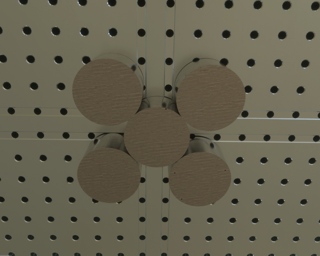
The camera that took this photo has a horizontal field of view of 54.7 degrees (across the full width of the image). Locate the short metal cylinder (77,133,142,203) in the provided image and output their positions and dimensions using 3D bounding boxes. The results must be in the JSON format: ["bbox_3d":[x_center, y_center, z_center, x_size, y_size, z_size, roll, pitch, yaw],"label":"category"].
[{"bbox_3d":[-0.065,0.053,0.418,0.081,0.050,0.079,0,110,-1],"label":"short metal cylinder"}]

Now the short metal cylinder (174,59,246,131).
[{"bbox_3d":[0.059,-0.042,0.383,0.081,0.050,0.079,0,110,-1],"label":"short metal cylinder"}]

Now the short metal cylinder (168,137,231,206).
[{"bbox_3d":[0.051,0.058,0.422,0.081,0.050,0.079,0,110,-1],"label":"short metal cylinder"}]

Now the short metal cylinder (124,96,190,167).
[{"bbox_3d":[-0.004,0.004,0.401,0.081,0.050,0.079,0,110,-1],"label":"short metal cylinder"}]

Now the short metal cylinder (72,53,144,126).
[{"bbox_3d":[-0.061,-0.049,0.381,0.081,0.050,0.079,0,110,-1],"label":"short metal cylinder"}]
